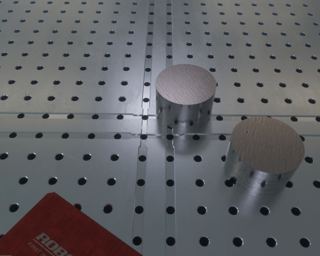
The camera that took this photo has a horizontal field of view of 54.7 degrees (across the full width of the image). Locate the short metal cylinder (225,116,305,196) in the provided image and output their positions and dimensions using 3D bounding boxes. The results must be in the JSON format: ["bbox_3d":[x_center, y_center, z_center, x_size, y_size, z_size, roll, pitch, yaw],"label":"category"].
[{"bbox_3d":[0.120,0.032,0.365,0.081,0.050,0.080,0,50,0],"label":"short metal cylinder"}]

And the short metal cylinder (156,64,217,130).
[{"bbox_3d":[0.034,-0.044,0.428,0.081,0.050,0.080,0,50,0],"label":"short metal cylinder"}]

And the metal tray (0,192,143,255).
[{"bbox_3d":[-0.088,0.131,0.293,0.130,0.030,0.090,28,55,21],"label":"metal tray"}]
